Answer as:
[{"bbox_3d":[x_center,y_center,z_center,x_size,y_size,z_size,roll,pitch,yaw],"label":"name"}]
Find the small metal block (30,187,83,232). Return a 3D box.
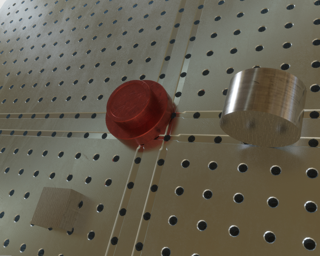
[{"bbox_3d":[-0.137,0.108,0.414,0.050,0.025,0.050,-2,61,27],"label":"small metal block"}]

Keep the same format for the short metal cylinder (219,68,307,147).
[{"bbox_3d":[0.109,-0.019,0.328,0.080,0.080,0.050,5,64,30],"label":"short metal cylinder"}]

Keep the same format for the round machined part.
[{"bbox_3d":[-0.035,-0.028,0.433,0.098,0.042,0.098,-13,56,21],"label":"round machined part"}]
